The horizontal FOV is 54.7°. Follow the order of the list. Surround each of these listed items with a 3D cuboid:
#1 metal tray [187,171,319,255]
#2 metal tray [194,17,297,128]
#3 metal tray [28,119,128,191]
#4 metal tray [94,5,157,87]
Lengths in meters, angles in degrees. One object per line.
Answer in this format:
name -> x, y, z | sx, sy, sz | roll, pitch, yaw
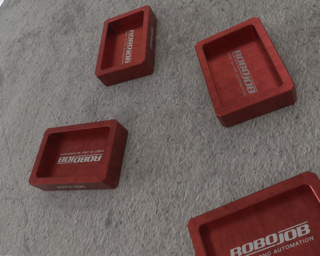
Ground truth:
metal tray -> 0.100, 0.106, 0.282 | 0.130, 0.030, 0.090 | -26, 53, 12
metal tray -> 0.102, -0.073, 0.391 | 0.090, 0.030, 0.130 | -21, 54, 15
metal tray -> -0.114, 0.040, 0.436 | 0.130, 0.030, 0.090 | -7, 59, 24
metal tray -> -0.054, -0.137, 0.513 | 0.090, 0.030, 0.130 | -11, 57, 22
